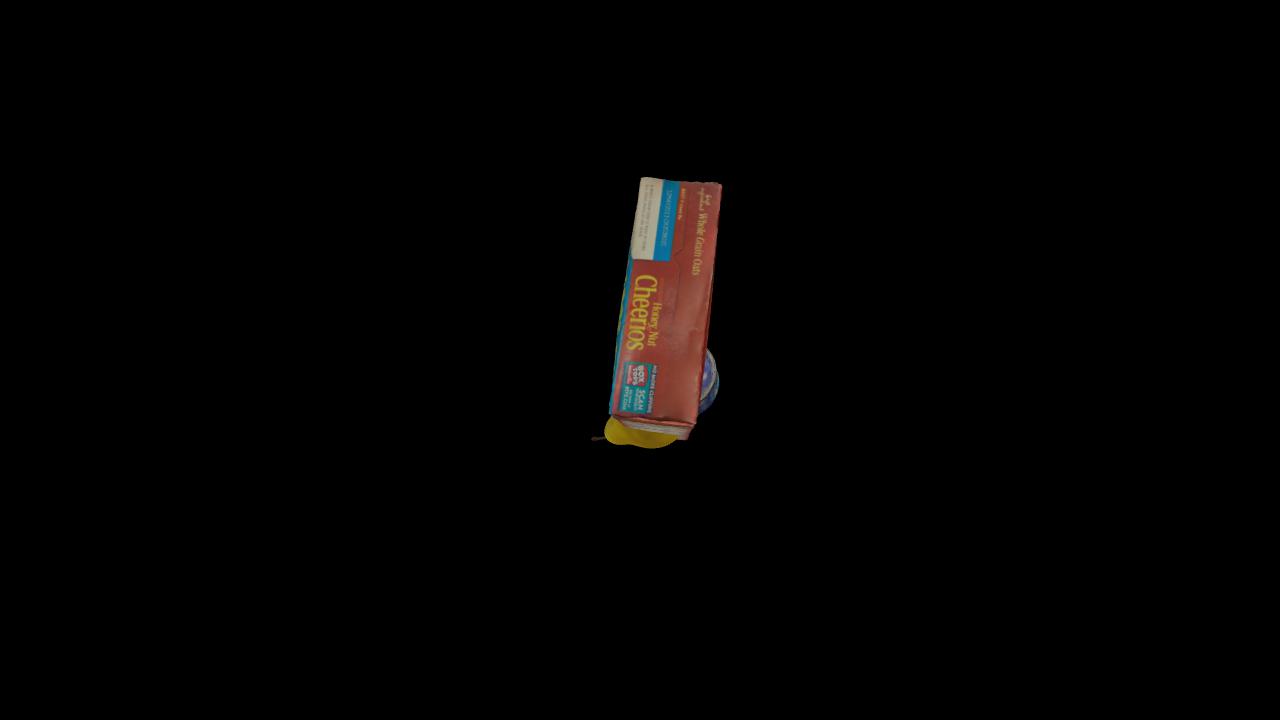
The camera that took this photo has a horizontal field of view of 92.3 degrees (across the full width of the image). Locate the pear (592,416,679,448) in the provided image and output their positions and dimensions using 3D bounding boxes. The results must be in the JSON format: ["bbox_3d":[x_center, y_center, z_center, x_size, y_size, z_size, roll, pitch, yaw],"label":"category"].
[{"bbox_3d":[-0.003,0.069,0.669,0.080,0.080,0.111,0,-30,-47],"label":"pear"}]

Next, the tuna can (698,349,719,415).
[{"bbox_3d":[0.041,0.020,0.652,0.084,0.084,0.034,0,-28,16],"label":"tuna can"}]

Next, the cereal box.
[{"bbox_3d":[0.028,-0.026,0.633,0.081,0.203,0.306,6,-9,5],"label":"cereal box"}]
